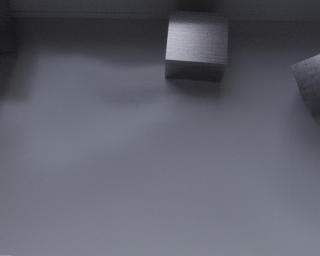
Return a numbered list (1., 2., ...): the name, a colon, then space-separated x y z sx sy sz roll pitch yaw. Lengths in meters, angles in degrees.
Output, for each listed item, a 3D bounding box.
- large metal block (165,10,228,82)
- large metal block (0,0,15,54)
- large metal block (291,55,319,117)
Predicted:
1. large metal block: 0.051 -0.115 0.439 0.080 0.050 0.080 5 70 1
2. large metal block: -0.246 -0.144 0.413 0.050 0.080 0.079 -3 96 9
3. large metal block: 0.220 -0.058 0.387 0.080 0.080 0.050 -20 68 27
